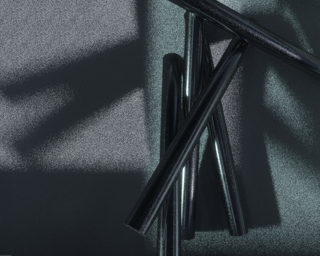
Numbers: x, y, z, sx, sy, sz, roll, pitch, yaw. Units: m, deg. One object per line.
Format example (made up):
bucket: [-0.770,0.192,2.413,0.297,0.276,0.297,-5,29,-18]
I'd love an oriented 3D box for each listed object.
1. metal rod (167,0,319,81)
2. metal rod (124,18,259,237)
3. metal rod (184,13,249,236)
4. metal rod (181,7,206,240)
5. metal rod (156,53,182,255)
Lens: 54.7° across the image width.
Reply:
metal rod: [0.111,-0.116,0.375,0.302,0.025,0.025,22,90,-15]
metal rod: [0.049,-0.020,0.355,0.025,0.025,0.300,32,67,0]
metal rod: [0.074,-0.007,0.411,0.025,0.025,0.298,-12,90,0]
metal rod: [0.040,-0.005,0.397,0.025,0.025,0.298,2,96,0]
metal rod: [0.012,0.044,0.352,0.025,0.025,0.299,2,66,0]
